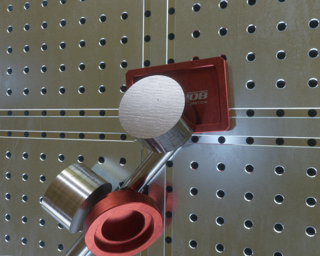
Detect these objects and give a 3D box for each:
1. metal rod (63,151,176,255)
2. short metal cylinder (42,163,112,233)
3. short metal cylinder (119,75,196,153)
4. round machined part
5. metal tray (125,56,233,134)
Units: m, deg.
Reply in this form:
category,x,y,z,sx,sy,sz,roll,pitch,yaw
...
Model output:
category,x,y,z,sx,sy,sz,roll,pitch,yaw
metal rod,-0.079,0.131,0.440,0.025,0.025,0.299,43,103,15
short metal cylinder,-0.111,0.094,0.423,0.050,0.080,0.080,33,101,17
short metal cylinder,-0.002,-0.016,0.372,0.080,0.050,0.080,-8,65,18
round machined part,-0.049,0.120,0.402,0.098,0.098,0.042,-51,34,13
metal tray,0.023,-0.037,0.401,0.130,0.030,0.089,-4,89,19
